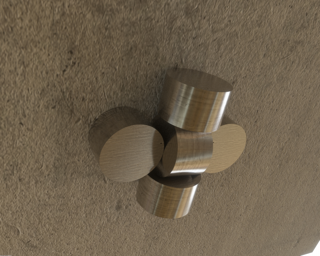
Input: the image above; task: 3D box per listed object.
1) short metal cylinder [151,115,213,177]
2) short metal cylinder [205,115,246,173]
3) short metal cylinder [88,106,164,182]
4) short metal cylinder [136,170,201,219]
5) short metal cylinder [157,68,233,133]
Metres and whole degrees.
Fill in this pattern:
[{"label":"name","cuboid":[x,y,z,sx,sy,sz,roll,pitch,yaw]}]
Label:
[{"label":"short metal cylinder","cuboid":[0.023,0.022,0.399,0.050,0.080,0.079,0,118,-29]},{"label":"short metal cylinder","cuboid":[0.075,0.017,0.443,0.081,0.050,0.079,-14,125,-21]},{"label":"short metal cylinder","cuboid":[-0.042,0.019,0.381,0.081,0.050,0.079,-14,124,-22]},{"label":"short metal cylinder","cuboid":[0.011,0.078,0.428,0.081,0.080,0.050,0,118,-28]},{"label":"short metal cylinder","cuboid":[0.041,-0.036,0.373,0.081,0.080,0.050,0,119,-28]}]
